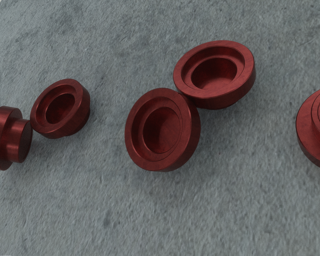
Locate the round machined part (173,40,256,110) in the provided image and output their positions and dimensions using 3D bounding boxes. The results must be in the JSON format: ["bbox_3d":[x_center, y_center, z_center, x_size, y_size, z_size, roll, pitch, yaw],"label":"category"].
[{"bbox_3d":[0.069,-0.061,0.388,0.098,0.042,0.098,-11,51,14],"label":"round machined part"}]

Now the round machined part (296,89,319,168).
[{"bbox_3d":[0.185,-0.006,0.300,0.098,0.042,0.098,-13,56,20],"label":"round machined part"}]

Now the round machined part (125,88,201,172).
[{"bbox_3d":[0.007,0.004,0.372,0.098,0.042,0.098,-9,74,37],"label":"round machined part"}]

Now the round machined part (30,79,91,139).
[{"bbox_3d":[-0.150,-0.026,0.485,0.098,0.042,0.098,-13,56,20],"label":"round machined part"}]

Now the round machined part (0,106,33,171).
[{"bbox_3d":[-0.227,0.018,0.475,0.042,0.098,0.098,11,61,-8],"label":"round machined part"}]
